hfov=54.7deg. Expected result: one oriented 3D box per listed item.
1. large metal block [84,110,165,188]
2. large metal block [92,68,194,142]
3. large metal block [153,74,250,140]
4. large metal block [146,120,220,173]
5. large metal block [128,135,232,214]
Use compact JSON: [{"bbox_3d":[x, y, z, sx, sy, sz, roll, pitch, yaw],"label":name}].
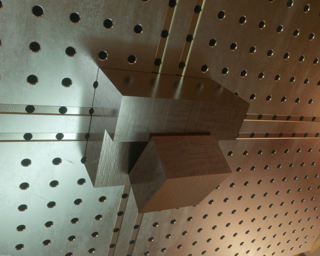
[{"bbox_3d":[-0.043,0.024,0.385,0.081,0.050,0.079,1,118,-29],"label":"large metal block"},{"bbox_3d":[-0.022,-0.027,0.347,0.081,0.080,0.050,1,118,-29],"label":"large metal block"},{"bbox_3d":[0.048,-0.026,0.386,0.081,0.080,0.050,1,118,-29],"label":"large metal block"},{"bbox_3d":[0.028,0.025,0.425,0.081,0.050,0.079,1,118,-29],"label":"large metal block"},{"bbox_3d":[0.020,0.053,0.353,0.081,0.050,0.079,0,142,-29],"label":"large metal block"}]
